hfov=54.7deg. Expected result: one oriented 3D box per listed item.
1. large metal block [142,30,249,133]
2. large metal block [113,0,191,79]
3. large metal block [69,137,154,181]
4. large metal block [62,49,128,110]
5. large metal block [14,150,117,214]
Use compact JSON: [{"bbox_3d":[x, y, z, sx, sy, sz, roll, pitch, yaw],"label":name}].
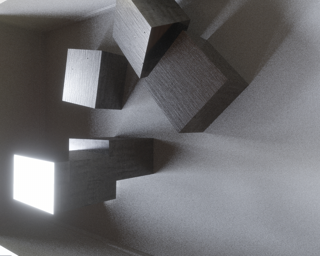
[{"bbox_3d":[0.039,-0.051,0.357,0.080,0.050,0.080,-49,61,28],"label":"large metal block"},{"bbox_3d":[-0.015,-0.122,0.379,0.080,0.050,0.080,58,153,23],"label":"large metal block"},{"bbox_3d":[-0.066,0.039,0.423,0.080,0.081,0.050,0,90,39],"label":"large metal block"},{"bbox_3d":[-0.099,-0.074,0.470,0.080,0.050,0.079,14,99,38],"label":"large metal block"},{"bbox_3d":[-0.107,0.056,0.353,0.080,0.081,0.050,3,92,39],"label":"large metal block"}]
